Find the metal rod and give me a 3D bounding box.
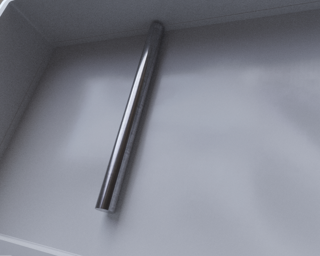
[{"bbox_3d":[-0.036,-0.031,0.441,0.025,0.025,0.300,-1,61,27],"label":"metal rod"}]
